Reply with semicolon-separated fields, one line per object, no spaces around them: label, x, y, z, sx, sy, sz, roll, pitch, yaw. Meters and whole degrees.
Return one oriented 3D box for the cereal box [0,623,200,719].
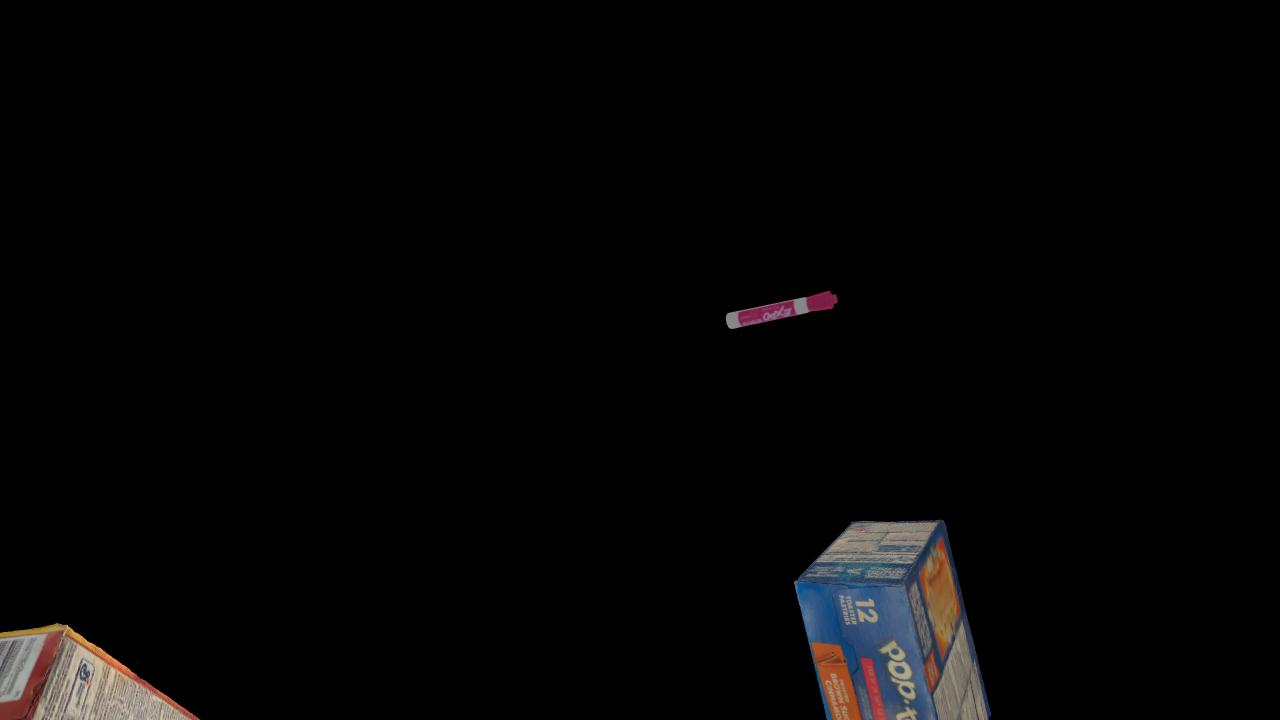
cereal box;-0.403;0.261;0.371;0.203;0.081;0.306;-2;-41;-15

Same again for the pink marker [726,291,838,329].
pink marker;0.149;-0.053;0.654;0.121;0.020;0.020;-11;-6;35

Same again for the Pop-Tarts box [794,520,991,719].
Pop-Tarts box;0.200;0.227;0.477;0.083;0.167;0.141;-15;-2;36
